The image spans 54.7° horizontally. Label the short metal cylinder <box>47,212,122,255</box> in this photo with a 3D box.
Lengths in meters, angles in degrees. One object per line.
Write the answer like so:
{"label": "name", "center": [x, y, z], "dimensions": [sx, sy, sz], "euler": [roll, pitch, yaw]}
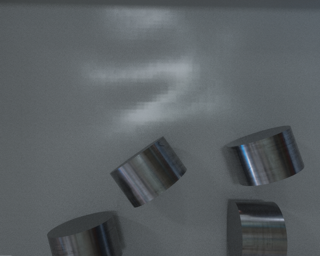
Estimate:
{"label": "short metal cylinder", "center": [-0.092, 0.143, 0.383], "dimensions": [0.080, 0.080, 0.050], "euler": [-14, 90, 0]}

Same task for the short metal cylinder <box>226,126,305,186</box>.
{"label": "short metal cylinder", "center": [0.130, 0.034, 0.386], "dimensions": [0.080, 0.080, 0.050], "euler": [-19, 90, 0]}

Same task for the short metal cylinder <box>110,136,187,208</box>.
{"label": "short metal cylinder", "center": [-0.014, 0.053, 0.384], "dimensions": [0.080, 0.080, 0.050], "euler": [-35, 90, 0]}

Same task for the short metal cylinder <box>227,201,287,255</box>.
{"label": "short metal cylinder", "center": [0.117, 0.132, 0.386], "dimensions": [0.050, 0.080, 0.079], "euler": [1, 90, 0]}
